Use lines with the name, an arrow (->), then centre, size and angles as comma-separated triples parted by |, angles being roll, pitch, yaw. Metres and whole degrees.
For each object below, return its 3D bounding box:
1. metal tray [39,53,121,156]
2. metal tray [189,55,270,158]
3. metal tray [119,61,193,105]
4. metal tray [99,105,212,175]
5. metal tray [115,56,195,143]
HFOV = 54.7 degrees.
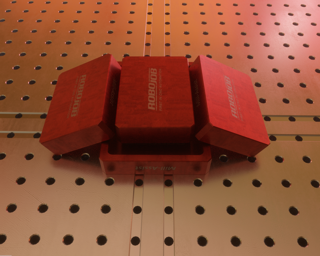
metal tray -> -0.100, -0.034, 0.408 | 0.090, 0.030, 0.130 | -17, 47, 19
metal tray -> 0.087, -0.032, 0.407 | 0.091, 0.030, 0.130 | 18, 47, -21
metal tray -> -0.006, -0.057, 0.452 | 0.131, 0.030, 0.090 | 0, 50, 0
metal tray -> -0.005, 0.013, 0.394 | 0.131, 0.030, 0.090 | 0, 50, 0
metal tray -> -0.006, -0.041, 0.399 | 0.091, 0.030, 0.130 | 0, 50, -1
